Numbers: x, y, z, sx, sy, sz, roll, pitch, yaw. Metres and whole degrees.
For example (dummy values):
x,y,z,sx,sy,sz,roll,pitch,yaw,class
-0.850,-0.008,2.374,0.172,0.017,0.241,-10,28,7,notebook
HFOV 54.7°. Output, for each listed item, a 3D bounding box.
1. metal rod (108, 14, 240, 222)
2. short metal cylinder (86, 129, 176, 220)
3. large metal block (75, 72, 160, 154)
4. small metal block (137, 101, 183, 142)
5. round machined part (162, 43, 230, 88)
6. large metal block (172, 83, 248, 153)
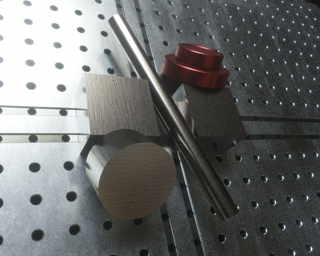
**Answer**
x,y,z,sx,sy,sz,roll,pitch,yaw,class
0.009,-0.024,0.394,0.025,0.025,0.299,-19,72,-35,metal rod
-0.031,0.046,0.320,0.081,0.050,0.079,-8,108,-25,short metal cylinder
-0.054,-0.015,0.373,0.081,0.050,0.080,2,61,-27,large metal block
0.000,-0.009,0.414,0.050,0.025,0.050,1,61,-28,small metal block
0.055,-0.095,0.453,0.099,0.042,0.098,12,23,-5,round machined part
0.064,-0.013,0.435,0.081,0.050,0.080,1,61,-28,large metal block
